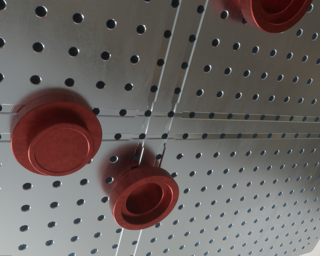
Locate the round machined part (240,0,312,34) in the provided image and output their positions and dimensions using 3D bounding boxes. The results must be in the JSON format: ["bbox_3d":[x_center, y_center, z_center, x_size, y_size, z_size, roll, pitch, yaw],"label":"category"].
[{"bbox_3d":[0.135,-0.167,0.370,0.099,0.042,0.097,-14,124,-21],"label":"round machined part"}]

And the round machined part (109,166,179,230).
[{"bbox_3d":[-0.025,0.095,0.444,0.099,0.042,0.097,-14,124,-21],"label":"round machined part"}]

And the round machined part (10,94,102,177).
[{"bbox_3d":[-0.113,0.015,0.347,0.099,0.042,0.097,-14,124,-21],"label":"round machined part"}]
